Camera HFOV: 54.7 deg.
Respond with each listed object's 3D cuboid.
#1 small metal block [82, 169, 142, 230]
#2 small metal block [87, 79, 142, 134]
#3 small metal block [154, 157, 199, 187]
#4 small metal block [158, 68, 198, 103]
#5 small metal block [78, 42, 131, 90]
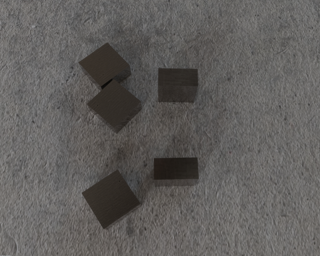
[{"bbox_3d":[-0.058,0.087,0.376,0.050,0.025,0.050,-33,74,-11],"label":"small metal block"},{"bbox_3d":[-0.061,-0.029,0.418,0.050,0.025,0.050,40,75,13],"label":"small metal block"},{"bbox_3d":[0.018,0.054,0.375,0.050,0.050,0.025,-1,70,-1],"label":"small metal block"},{"bbox_3d":[0.023,-0.056,0.415,0.050,0.050,0.025,1,70,0],"label":"small metal block"},{"bbox_3d":[-0.077,-0.084,0.438,0.050,0.025,0.050,-40,75,-13],"label":"small metal block"}]
